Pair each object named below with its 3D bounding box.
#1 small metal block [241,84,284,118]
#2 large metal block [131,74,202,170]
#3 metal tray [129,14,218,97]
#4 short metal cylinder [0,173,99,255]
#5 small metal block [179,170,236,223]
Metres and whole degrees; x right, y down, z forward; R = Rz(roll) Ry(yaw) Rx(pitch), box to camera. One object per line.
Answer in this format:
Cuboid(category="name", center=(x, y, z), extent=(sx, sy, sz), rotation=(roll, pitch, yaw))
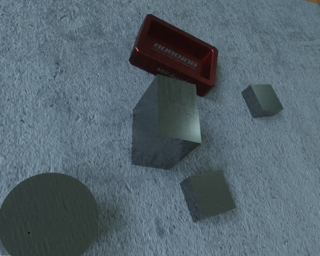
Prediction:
Cuboid(category="small metal block", center=(0.173, -0.046, 0.525), extent=(0.050, 0.025, 0.050), rotation=(-5, 64, -31))
Cuboid(category="large metal block", center=(0.004, -0.004, 0.373), extent=(0.050, 0.080, 0.080), rotation=(12, 57, -22))
Cuboid(category="metal tray", center=(0.025, -0.113, 0.482), extent=(0.131, 0.030, 0.090), rotation=(23, 53, -15))
Cuboid(category="short metal cylinder", center=(-0.102, 0.087, 0.280), extent=(0.081, 0.050, 0.080), rotation=(14, 56, -21))
Cuboid(category="small metal block", center=(0.059, 0.084, 0.384), extent=(0.050, 0.025, 0.050), rotation=(-6, 65, -31))
